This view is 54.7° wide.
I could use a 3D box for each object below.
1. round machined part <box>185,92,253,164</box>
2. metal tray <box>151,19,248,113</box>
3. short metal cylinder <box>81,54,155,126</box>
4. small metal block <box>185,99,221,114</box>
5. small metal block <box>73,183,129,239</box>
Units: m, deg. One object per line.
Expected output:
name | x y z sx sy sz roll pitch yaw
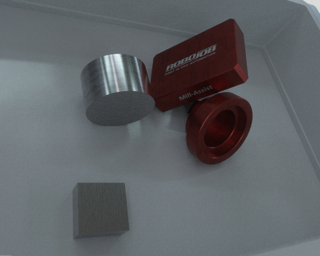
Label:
round machined part | 0.074 -0.003 0.414 0.099 0.097 0.042 -11 33 -33
metal tray | 0.048 -0.082 0.417 0.030 0.130 0.090 40 43 -41
short metal cylinder | -0.051 -0.043 0.370 0.081 0.080 0.050 0 62 -29
small metal block | 0.062 -0.041 0.457 0.050 0.025 0.050 13 38 -22
small metal block | -0.062 0.085 0.321 0.050 0.025 0.050 5 59 -26
